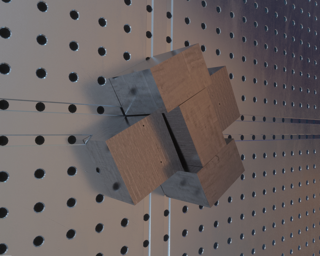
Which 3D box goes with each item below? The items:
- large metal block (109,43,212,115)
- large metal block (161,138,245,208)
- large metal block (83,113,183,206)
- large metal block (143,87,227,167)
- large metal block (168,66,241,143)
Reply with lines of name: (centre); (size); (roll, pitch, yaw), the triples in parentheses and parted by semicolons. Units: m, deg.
large metal block: (0.001, -0.057, 0.372); (0.080, 0.080, 0.050); (-35, 111, -34)
large metal block: (0.052, 0.055, 0.416); (0.080, 0.080, 0.050); (-36, 112, -35)
large metal block: (-0.030, 0.031, 0.368); (0.080, 0.050, 0.080); (-33, 110, -35)
large metal block: (0.027, -0.001, 0.395); (0.050, 0.080, 0.080); (-36, 112, -34)
large metal block: (0.062, -0.034, 0.443); (0.080, 0.050, 0.080); (-36, 114, -34)
